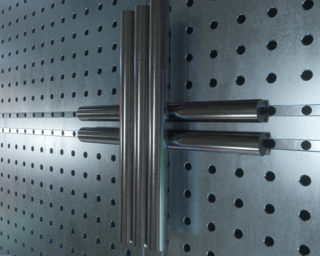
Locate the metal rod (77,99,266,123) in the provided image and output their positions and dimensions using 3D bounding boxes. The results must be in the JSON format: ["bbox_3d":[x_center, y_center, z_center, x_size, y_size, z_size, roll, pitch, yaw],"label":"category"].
[{"bbox_3d":[-0.011,-0.021,0.417,0.300,0.025,0.025,1,91,39],"label":"metal rod"}]

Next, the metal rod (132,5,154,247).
[{"bbox_3d":[-0.021,-0.002,0.393,0.025,0.025,0.298,1,91,39],"label":"metal rod"}]

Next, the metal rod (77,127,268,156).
[{"bbox_3d":[-0.009,0.014,0.415,0.300,0.025,0.025,1,91,39],"label":"metal rod"}]

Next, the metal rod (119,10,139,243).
[{"bbox_3d":[-0.041,-0.002,0.409,0.025,0.025,0.298,1,91,39],"label":"metal rod"}]

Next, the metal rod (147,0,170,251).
[{"bbox_3d":[-0.002,-0.004,0.377,0.025,0.025,0.298,1,91,39],"label":"metal rod"}]
